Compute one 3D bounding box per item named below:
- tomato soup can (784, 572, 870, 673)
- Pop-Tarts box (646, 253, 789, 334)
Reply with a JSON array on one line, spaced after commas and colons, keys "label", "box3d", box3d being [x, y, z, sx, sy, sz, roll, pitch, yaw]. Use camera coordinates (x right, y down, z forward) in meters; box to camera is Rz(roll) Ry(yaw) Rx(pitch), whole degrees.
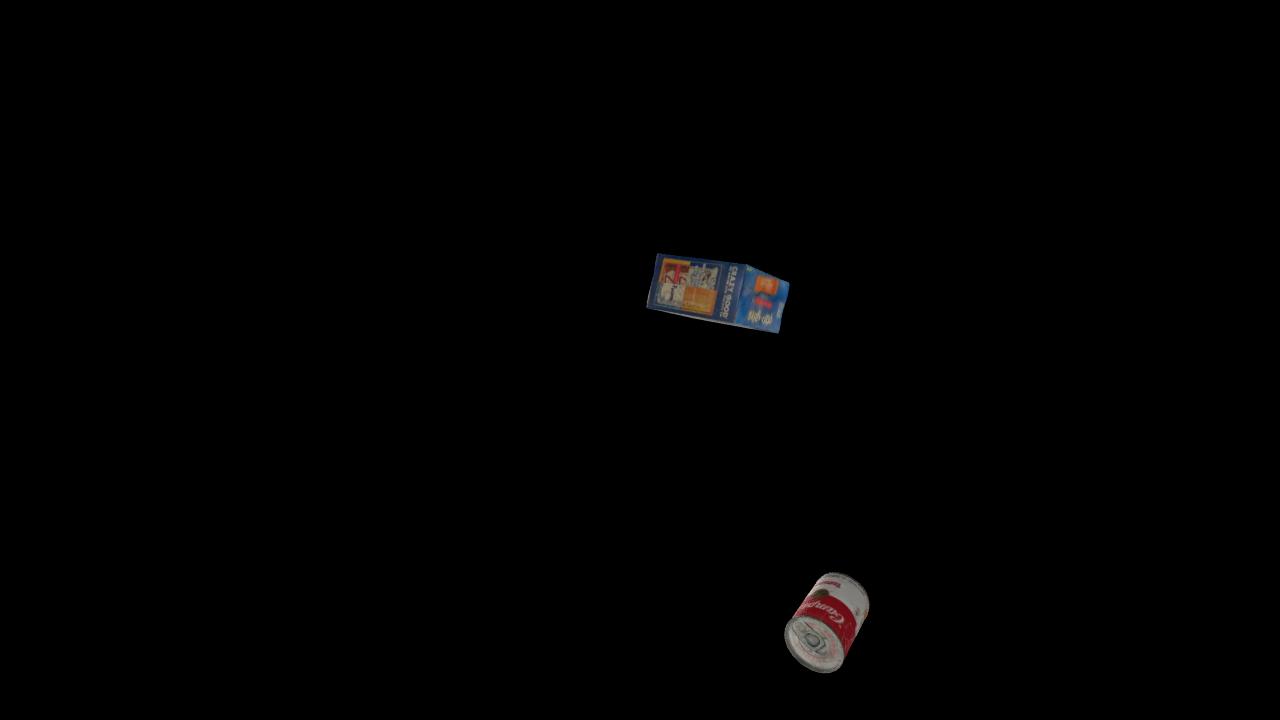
[{"label": "tomato soup can", "box3d": [0.218, 0.298, 0.707, 0.068, 0.068, 0.101, 0, 13, 37]}, {"label": "Pop-Tarts box", "box3d": [0.117, -0.095, 0.893, 0.141, 0.083, 0.167, 14, 6, 33]}]
